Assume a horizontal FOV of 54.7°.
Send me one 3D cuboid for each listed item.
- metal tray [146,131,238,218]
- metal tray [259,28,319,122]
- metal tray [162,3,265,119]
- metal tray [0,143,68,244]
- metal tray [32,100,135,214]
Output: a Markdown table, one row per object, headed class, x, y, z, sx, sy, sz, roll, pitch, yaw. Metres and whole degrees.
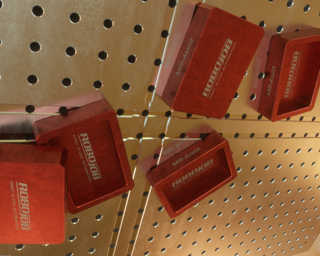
| class | x | y | z | sx | sy | sz | roll | pitch | yaw |
| --- | --- | --- | --- | --- | --- | --- | --- | --- | --- |
| metal tray | 0.053 | 0.074 | 0.484 | 0.131 | 0.030 | 0.090 | -31 | 129 | -9 |
| metal tray | 0.205 | -0.080 | 0.473 | 0.091 | 0.030 | 0.129 | -15 | 125 | -21 |
| metal tray | 0.067 | -0.080 | 0.397 | 0.091 | 0.030 | 0.129 | 8 | 114 | -33 |
| metal tray | -0.153 | 0.078 | 0.348 | 0.091 | 0.030 | 0.129 | 5 | 124 | -11 |
| metal tray | -0.089 | 0.039 | 0.384 | 0.091 | 0.030 | 0.129 | -21 | 127 | -16 |
